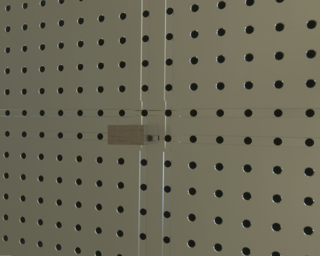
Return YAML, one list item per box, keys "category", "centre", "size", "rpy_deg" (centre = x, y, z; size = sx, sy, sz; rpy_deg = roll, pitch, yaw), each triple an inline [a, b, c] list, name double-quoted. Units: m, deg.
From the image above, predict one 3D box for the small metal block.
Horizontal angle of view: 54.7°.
- category: "small metal block"
  centre: [-0.035, 0.009, 0.411]
  size: [0.050, 0.050, 0.025]
  rpy_deg: [0, 90, 19]
